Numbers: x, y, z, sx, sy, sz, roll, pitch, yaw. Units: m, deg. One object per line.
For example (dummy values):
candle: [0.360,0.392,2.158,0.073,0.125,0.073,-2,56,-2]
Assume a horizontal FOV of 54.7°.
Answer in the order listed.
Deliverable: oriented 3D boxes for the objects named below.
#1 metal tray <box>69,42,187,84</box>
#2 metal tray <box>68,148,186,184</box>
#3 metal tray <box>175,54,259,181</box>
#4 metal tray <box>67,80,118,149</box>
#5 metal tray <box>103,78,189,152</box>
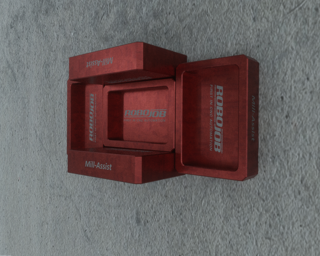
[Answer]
metal tray: [-0.042,-0.077,0.397,0.130,0.091,0.030,1,91,39]
metal tray: [-0.044,0.043,0.396,0.130,0.091,0.030,1,91,39]
metal tray: [0.062,-0.011,0.350,0.090,0.030,0.129,1,90,39]
metal tray: [-0.108,-0.017,0.490,0.090,0.030,0.129,1,90,39]
metal tray: [-0.024,-0.017,0.420,0.130,0.030,0.089,1,91,39]
